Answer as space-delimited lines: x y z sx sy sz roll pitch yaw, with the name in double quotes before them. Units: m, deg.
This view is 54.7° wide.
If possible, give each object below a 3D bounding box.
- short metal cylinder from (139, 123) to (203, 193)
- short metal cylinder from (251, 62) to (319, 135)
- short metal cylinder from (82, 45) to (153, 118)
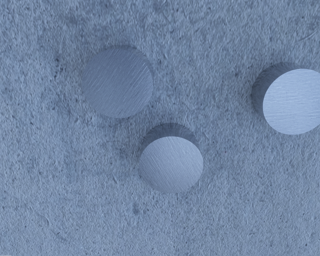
"short metal cylinder" 0.014 0.039 0.411 0.081 0.050 0.079 0 110 0
"short metal cylinder" 0.160 -0.038 0.384 0.081 0.050 0.079 0 110 0
"short metal cylinder" -0.048 -0.058 0.375 0.081 0.050 0.079 0 110 0
